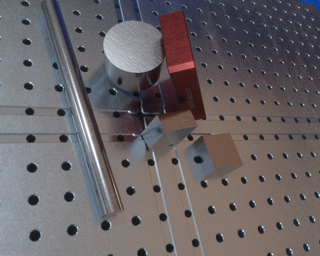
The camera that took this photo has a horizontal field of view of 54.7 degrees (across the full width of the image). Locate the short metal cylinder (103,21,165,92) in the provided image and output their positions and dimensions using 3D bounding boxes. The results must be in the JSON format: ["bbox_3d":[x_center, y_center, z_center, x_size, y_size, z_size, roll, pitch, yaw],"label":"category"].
[{"bbox_3d":[-0.035,-0.096,0.418,0.081,0.050,0.080,3,68,-7],"label":"short metal cylinder"}]

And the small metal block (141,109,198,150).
[{"bbox_3d":[0.012,0.002,0.399,0.050,0.050,0.025,-11,68,-33],"label":"small metal block"}]

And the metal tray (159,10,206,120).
[{"bbox_3d":[0.033,-0.076,0.412,0.030,0.130,0.090,-12,62,9],"label":"metal tray"}]

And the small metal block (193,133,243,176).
[{"bbox_3d":[0.081,0.036,0.431,0.050,0.025,0.050,-4,64,-30],"label":"small metal block"}]

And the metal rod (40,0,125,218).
[{"bbox_3d":[-0.101,-0.040,0.378,0.025,0.025,0.299,-8,66,-32],"label":"metal rod"}]
